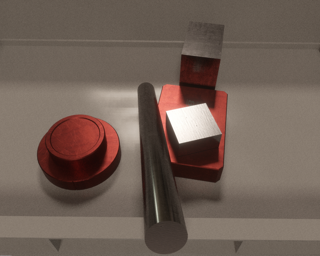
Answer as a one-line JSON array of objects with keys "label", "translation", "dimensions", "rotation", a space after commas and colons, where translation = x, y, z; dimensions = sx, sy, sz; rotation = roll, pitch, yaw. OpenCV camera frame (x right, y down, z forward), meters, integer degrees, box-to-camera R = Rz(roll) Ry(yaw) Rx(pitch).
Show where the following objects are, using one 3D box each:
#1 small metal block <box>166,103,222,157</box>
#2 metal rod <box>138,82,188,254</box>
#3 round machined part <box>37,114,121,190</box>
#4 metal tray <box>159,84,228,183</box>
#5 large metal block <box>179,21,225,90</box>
[{"label": "small metal block", "translation": [0.038, 0.001, 0.365], "dimensions": [0.050, 0.025, 0.050], "rotation": [-12, 51, -11]}, {"label": "metal rod", "translation": [-0.008, 0.004, 0.316], "dimensions": [0.025, 0.025, 0.300], "rotation": [-4, 24, -3]}, {"label": "round machined part", "translation": [-0.098, 0.022, 0.374], "dimensions": [0.099, 0.042, 0.098], "rotation": [0, 50, 0]}, {"label": "metal tray", "translation": [0.038, 0.002, 0.401], "dimensions": [0.090, 0.030, 0.130], "rotation": [8, 50, 6]}, {"label": "large metal block", "translation": [0.060, -0.096, 0.451], "dimensions": [0.050, 0.080, 0.080], "rotation": [9, 51, 7]}]
